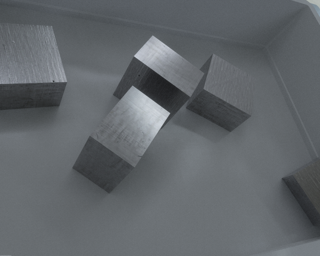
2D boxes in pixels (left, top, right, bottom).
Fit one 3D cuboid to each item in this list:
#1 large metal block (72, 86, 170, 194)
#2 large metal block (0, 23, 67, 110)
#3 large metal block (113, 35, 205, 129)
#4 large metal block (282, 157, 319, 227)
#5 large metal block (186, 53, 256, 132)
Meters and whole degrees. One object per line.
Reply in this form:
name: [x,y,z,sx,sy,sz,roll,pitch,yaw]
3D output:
large metal block: [-0.043,0.014,0.338,0.050,0.080,0.080,37,51,-4]
large metal block: [-0.158,-0.069,0.346,0.081,0.050,0.080,-7,65,-31]
large metal block: [-0.003,-0.057,0.403,0.080,0.080,0.050,35,51,-5]
large metal block: [0.240,0.085,0.444,0.080,0.050,0.080,-29,75,-4]
large metal block: [0.095,-0.054,0.473,0.080,0.050,0.080,28,52,-11]
